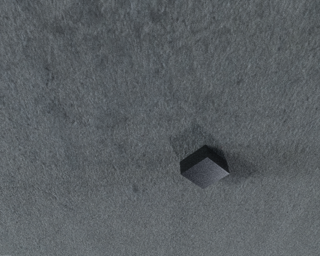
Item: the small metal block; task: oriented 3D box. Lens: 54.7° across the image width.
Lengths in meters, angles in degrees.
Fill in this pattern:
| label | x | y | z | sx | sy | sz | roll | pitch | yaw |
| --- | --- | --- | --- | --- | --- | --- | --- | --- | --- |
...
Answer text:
| label | x | y | z | sx | sy | sz | roll | pitch | yaw |
| --- | --- | --- | --- | --- | --- | --- | --- | --- | --- |
| small metal block | 0.066 | 0.059 | 0.458 | 0.050 | 0.025 | 0.050 | 36 | 121 | -27 |
